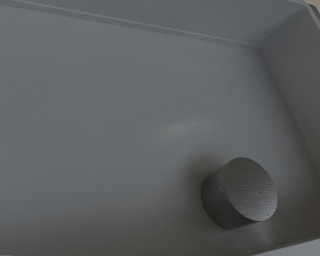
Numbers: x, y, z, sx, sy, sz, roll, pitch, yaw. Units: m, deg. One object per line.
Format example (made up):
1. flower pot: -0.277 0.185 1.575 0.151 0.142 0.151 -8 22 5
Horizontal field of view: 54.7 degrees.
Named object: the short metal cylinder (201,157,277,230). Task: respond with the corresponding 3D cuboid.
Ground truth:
1. short metal cylinder: 0.100 0.084 0.394 0.081 0.050 0.080 14 56 -21
